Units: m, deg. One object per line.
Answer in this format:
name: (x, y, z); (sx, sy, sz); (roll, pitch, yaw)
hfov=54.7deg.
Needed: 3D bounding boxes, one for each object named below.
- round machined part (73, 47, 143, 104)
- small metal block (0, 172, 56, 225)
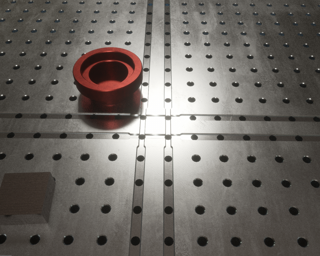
round machined part: (-0.074, -0.073, 0.457); (0.099, 0.042, 0.098); (0, 50, 0)
small metal block: (-0.148, 0.077, 0.341); (0.050, 0.025, 0.050); (-2, 50, -2)
